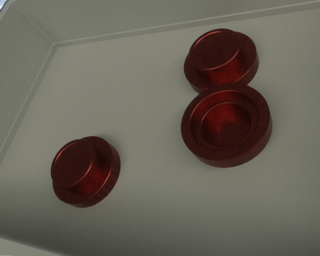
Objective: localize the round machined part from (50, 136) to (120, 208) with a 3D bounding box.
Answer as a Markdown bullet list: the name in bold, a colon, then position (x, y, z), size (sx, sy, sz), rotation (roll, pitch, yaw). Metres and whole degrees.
- **round machined part**: position (-0.107, 0.054, 0.418), size (0.098, 0.042, 0.098), rotation (-13, 56, 21)

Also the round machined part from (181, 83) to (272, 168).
- **round machined part**: position (0.077, 0.000, 0.354), size (0.098, 0.042, 0.098), rotation (-13, 56, 21)

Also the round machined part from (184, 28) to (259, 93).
- **round machined part**: position (0.077, -0.092, 0.411), size (0.098, 0.042, 0.098), rotation (-13, 56, 21)
